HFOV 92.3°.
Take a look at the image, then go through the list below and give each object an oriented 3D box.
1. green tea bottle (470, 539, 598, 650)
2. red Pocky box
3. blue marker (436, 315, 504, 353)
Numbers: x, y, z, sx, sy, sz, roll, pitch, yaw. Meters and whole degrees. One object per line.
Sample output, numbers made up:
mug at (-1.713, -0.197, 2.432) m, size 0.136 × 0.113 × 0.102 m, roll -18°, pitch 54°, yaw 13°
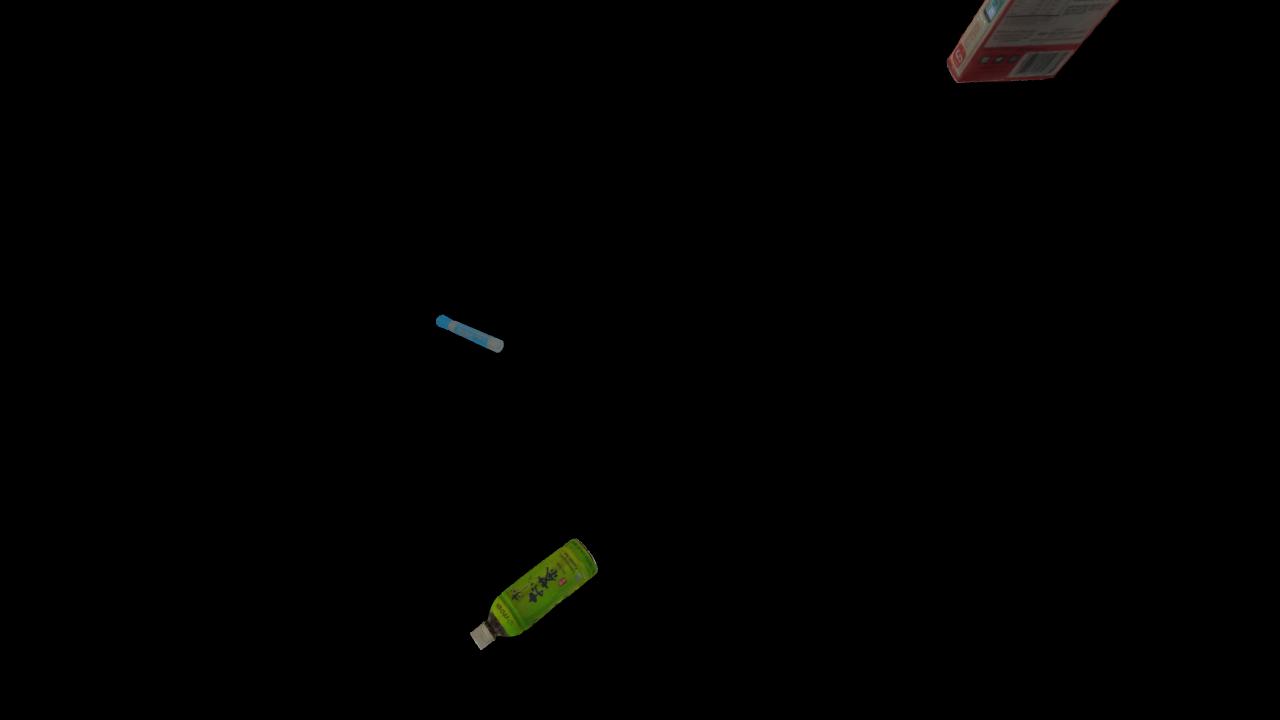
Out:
green tea bottle at (-0.167, 0.371, 0.967) m, size 0.212 × 0.073 × 0.073 m, roll -33°, pitch 15°, yaw -24°
red Pocky box at (0.284, -0.254, 0.408) m, size 0.083 × 0.028 × 0.155 m, roll -4°, pitch -21°, yaw -5°
blue marker at (-0.244, -0.039, 0.874) m, size 0.121 × 0.020 × 0.020 m, roll 22°, pitch 10°, yaw 25°
